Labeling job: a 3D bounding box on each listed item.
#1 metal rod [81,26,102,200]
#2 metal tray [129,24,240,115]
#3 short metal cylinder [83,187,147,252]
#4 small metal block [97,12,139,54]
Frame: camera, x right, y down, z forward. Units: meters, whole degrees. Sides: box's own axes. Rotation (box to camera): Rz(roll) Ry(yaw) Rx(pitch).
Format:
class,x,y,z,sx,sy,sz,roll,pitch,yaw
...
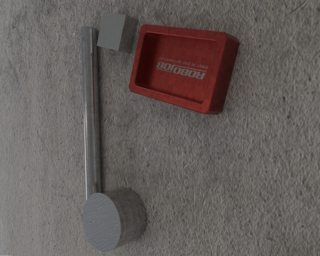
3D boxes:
class,x,y,z,sx,sy,sz,roll,pitch,yaw
metal rod,-0.109,-0.011,0.494,0.025,0.025,0.298,-4,88,40
metal tray,0.023,-0.075,0.382,0.130,0.030,0.089,21,103,38
short metal cylinder,-0.065,0.128,0.443,0.080,0.050,0.080,0,90,40
small metal block,-0.063,-0.140,0.457,0.050,0.025,0.050,23,104,37
